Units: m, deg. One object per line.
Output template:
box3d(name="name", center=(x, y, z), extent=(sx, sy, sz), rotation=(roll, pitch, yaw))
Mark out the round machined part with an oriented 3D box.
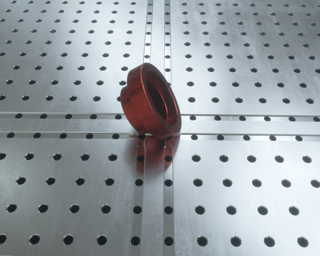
box3d(name="round machined part", center=(-0.014, -0.031, 0.397), extent=(0.042, 0.098, 0.098), rotation=(-23, 46, 22))
